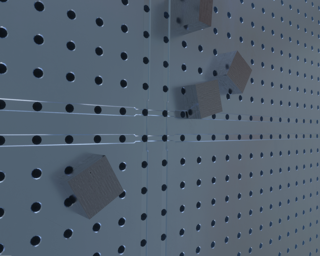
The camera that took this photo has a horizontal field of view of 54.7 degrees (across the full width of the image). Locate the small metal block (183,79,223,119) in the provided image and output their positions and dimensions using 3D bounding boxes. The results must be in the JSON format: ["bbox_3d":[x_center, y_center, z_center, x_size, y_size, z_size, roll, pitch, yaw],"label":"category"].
[{"bbox_3d":[0.065,-0.044,0.466,0.050,0.025,0.050,-18,102,-39],"label":"small metal block"}]

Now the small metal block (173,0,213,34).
[{"bbox_3d":[0.046,-0.164,0.433,0.025,0.050,0.050,7,85,-40],"label":"small metal block"}]

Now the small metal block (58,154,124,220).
[{"bbox_3d":[-0.076,0.064,0.347,0.050,0.025,0.050,-36,113,-34],"label":"small metal block"}]

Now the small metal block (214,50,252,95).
[{"bbox_3d":[0.123,-0.091,0.515,0.050,0.025,0.050,40,65,-33],"label":"small metal block"}]
